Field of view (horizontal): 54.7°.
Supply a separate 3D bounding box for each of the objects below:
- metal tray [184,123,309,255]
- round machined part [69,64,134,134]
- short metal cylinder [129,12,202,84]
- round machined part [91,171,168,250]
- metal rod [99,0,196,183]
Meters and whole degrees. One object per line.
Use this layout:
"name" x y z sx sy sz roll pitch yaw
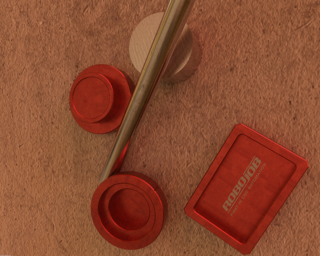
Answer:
"metal tray" 0.100 0.070 0.370 0.090 0.030 0.129 32 100 16
"round machined part" -0.085 -0.040 0.429 0.098 0.042 0.097 0 90 19
"short metal cylinder" 0.008 -0.098 0.392 0.080 0.050 0.079 0 90 19
"round machined part" -0.037 0.104 0.408 0.098 0.042 0.097 1 96 15
"metal rod" -0.018 -0.044 0.366 0.025 0.025 0.298 34 119 16
